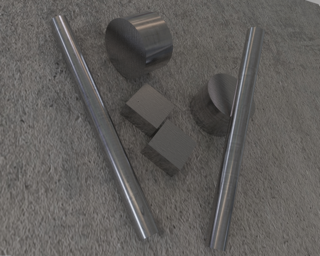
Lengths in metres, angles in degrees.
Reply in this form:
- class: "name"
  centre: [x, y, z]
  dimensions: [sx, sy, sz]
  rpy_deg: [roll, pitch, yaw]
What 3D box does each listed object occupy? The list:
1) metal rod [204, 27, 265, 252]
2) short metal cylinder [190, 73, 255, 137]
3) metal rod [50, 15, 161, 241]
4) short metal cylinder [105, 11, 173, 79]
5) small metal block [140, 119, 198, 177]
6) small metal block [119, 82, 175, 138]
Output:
- class: "metal rod"
  centre: [0.100, 0.000, 0.400]
  dimensions: [0.025, 0.025, 0.299]
  rpy_deg: [20, 72, -17]
- class: "short metal cylinder"
  centre: [0.092, -0.033, 0.457]
  dimensions: [0.081, 0.050, 0.080]
  rpy_deg: [14, 56, -21]
- class: "metal rod"
  centre: [-0.073, -0.014, 0.372]
  dimensions: [0.025, 0.025, 0.299]
  rpy_deg: [-14, 69, -34]
- class: "short metal cylinder"
  centre: [-0.029, -0.113, 0.422]
  dimensions: [0.050, 0.080, 0.080]
  rpy_deg: [-31, 79, -38]
- class: "small metal block"
  centre: [0.012, 0.025, 0.395]
  dimensions: [0.050, 0.025, 0.050]
  rpy_deg: [39, 51, -2]
- class: "small metal block"
  centre: [-0.016, -0.024, 0.410]
  dimensions: [0.050, 0.025, 0.050]
  rpy_deg: [39, 51, -2]
